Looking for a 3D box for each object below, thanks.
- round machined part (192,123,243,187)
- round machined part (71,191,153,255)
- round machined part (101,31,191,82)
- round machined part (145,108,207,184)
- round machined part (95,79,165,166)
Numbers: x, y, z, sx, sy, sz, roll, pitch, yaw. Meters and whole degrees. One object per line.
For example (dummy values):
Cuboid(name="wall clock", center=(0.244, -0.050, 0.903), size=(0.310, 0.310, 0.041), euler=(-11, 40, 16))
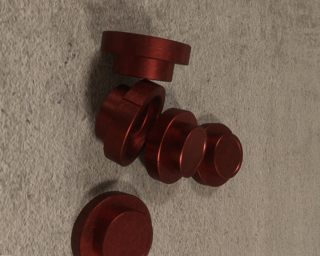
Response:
Cuboid(name="round machined part", center=(0.089, 0.041, 0.471), size=(0.099, 0.042, 0.097), euler=(0, 90, -40))
Cuboid(name="round machined part", center=(-0.047, 0.125, 0.356), size=(0.099, 0.042, 0.097), euler=(0, 90, -40))
Cuboid(name="round machined part", center=(-0.017, -0.078, 0.347), size=(0.099, 0.098, 0.042), euler=(0, 104, -40))
Cuboid(name="round machined part", center=(0.026, 0.026, 0.397), size=(0.099, 0.042, 0.097), euler=(-30, 128, -49))
Cuboid(name="round machined part", center=(-0.035, -0.010, 0.344), size=(0.098, 0.042, 0.098), euler=(-59, 167, -22))
